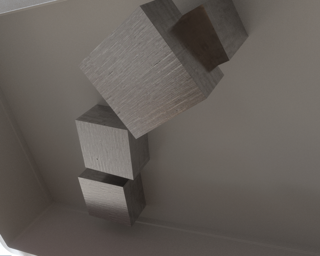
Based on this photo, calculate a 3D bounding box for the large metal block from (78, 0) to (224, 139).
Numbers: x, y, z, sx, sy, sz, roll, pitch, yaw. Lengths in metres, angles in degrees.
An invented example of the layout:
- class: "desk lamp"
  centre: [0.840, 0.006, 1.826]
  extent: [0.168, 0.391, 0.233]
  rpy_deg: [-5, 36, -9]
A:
- class: "large metal block"
  centre: [-0.007, -0.049, 0.262]
  extent: [0.080, 0.050, 0.080]
  rpy_deg: [-30, 102, 38]

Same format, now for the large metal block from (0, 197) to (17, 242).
- class: "large metal block"
  centre: [-0.388, 0.206, 0.728]
  extent: [0.080, 0.050, 0.079]
  rpy_deg: [28, 128, 10]

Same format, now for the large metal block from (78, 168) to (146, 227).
- class: "large metal block"
  centre: [-0.074, 0.102, 0.495]
  extent: [0.080, 0.050, 0.079]
  rpy_deg: [7, 122, 24]

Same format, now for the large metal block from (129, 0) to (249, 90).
- class: "large metal block"
  centre: [0.031, -0.085, 0.304]
  extent: [0.080, 0.080, 0.050]
  rpy_deg: [-19, 108, 35]

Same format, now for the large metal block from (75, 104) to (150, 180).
- class: "large metal block"
  centre: [-0.064, 0.018, 0.438]
  extent: [0.080, 0.050, 0.079]
  rpy_deg: [11, 123, 22]
